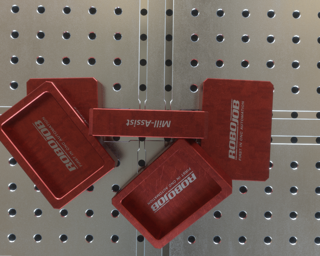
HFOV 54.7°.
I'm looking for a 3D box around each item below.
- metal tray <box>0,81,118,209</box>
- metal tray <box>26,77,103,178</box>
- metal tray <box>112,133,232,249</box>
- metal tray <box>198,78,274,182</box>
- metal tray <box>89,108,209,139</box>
[{"bbox_3d":[-0.126,0.020,0.377,0.090,0.030,0.130,-38,91,-1],"label":"metal tray"},{"bbox_3d":[-0.124,0.000,0.409,0.091,0.030,0.129,-1,91,0],"label":"metal tray"},{"bbox_3d":[0.014,0.081,0.392,0.130,0.030,0.090,-43,91,17],"label":"metal tray"},{"bbox_3d":[0.098,0.002,0.411,0.091,0.030,0.129,3,90,-1],"label":"metal tray"},{"bbox_3d":[-0.012,-0.005,0.380,0.131,0.090,0.030,2,90,-1],"label":"metal tray"}]
